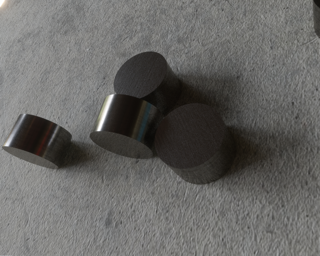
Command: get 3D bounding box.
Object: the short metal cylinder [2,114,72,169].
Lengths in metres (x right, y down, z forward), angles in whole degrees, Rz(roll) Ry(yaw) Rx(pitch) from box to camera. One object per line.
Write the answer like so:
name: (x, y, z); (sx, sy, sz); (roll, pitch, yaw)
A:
short metal cylinder: (-0.176, 0.021, 0.448); (0.080, 0.080, 0.050); (4, 64, 30)

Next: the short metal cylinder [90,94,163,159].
short metal cylinder: (-0.041, 0.000, 0.390); (0.080, 0.080, 0.050); (2, 63, 29)

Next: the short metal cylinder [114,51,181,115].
short metal cylinder: (-0.017, -0.059, 0.433); (0.080, 0.050, 0.080); (-13, 56, 21)

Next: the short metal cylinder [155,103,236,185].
short metal cylinder: (0.041, 0.018, 0.355); (0.080, 0.050, 0.080); (-13, 56, 21)

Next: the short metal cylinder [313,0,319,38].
short metal cylinder: (0.222, -0.142, 0.358); (0.080, 0.050, 0.080); (-13, 56, 21)
